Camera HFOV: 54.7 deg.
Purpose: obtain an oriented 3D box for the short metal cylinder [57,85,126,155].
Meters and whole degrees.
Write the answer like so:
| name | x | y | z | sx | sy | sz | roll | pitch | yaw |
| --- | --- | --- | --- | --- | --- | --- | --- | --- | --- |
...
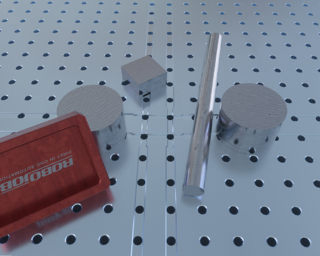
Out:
| name | x | y | z | sx | sy | sz | roll | pitch | yaw |
| --- | --- | --- | --- | --- | --- | --- | --- | --- | --- |
| short metal cylinder | -0.086 | -0.010 | 0.399 | 0.081 | 0.050 | 0.080 | 0 | 50 | 0 |

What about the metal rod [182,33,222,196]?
| name | x | y | z | sx | sy | sz | roll | pitch | yaw |
| --- | --- | --- | --- | --- | --- | --- | --- | --- | --- |
| metal rod | 0.066 | -0.042 | 0.443 | 0.025 | 0.025 | 0.300 | 9 | 50 | 7 |

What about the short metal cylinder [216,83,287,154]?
| name | x | y | z | sx | sy | sz | roll | pitch | yaw |
| --- | --- | --- | --- | --- | --- | --- | --- | --- | --- |
| short metal cylinder | 0.116 | -0.013 | 0.403 | 0.081 | 0.050 | 0.080 | 0 | 50 | 0 |

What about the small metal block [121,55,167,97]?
| name | x | y | z | sx | sy | sz | roll | pitch | yaw |
| --- | --- | --- | --- | --- | --- | --- | --- | --- | --- |
| small metal block | -0.024 | -0.081 | 0.475 | 0.050 | 0.025 | 0.050 | -28 | 56 | -22 |

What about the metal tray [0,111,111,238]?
| name | x | y | z | sx | sy | sz | roll | pitch | yaw |
| --- | --- | --- | --- | --- | --- | --- | --- | --- | --- |
| metal tray | -0.129 | 0.046 | 0.325 | 0.131 | 0.089 | 0.030 | -23 | 17 | -18 |
